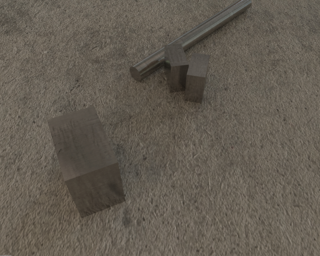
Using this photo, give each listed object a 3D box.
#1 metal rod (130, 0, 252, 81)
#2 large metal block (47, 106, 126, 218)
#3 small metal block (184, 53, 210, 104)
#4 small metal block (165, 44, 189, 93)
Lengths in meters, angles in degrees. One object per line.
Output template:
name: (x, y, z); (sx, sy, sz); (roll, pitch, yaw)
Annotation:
metal rod: (0.066, -0.166, 0.542); (0.025, 0.025, 0.302); (36, 59, 26)
large metal block: (-0.078, 0.037, 0.336); (0.050, 0.080, 0.080); (-19, 53, -15)
small metal block: (0.054, -0.072, 0.448); (0.025, 0.050, 0.050); (10, 51, 8)
small metal block: (0.023, -0.089, 0.462); (0.025, 0.050, 0.050); (-7, 51, -6)
